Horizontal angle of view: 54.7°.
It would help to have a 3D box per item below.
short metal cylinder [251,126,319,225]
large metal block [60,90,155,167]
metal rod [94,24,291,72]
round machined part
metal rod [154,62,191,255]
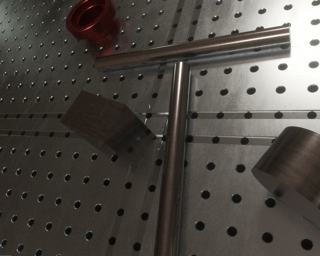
[{"bbox_3d":[0.131,0.043,0.278,0.050,0.080,0.080,-49,52,-6],"label":"short metal cylinder"},{"bbox_3d":[-0.066,0.001,0.405,0.080,0.080,0.050,20,72,35],"label":"large metal block"},{"bbox_3d":[0.031,-0.113,0.460,0.301,0.025,0.025,-2,61,26],"label":"metal rod"},{"bbox_3d":[-0.125,-0.204,0.585,0.098,0.042,0.098,-13,56,20],"label":"round machined part"},{"bbox_3d":[0.016,0.044,0.371,0.025,0.025,0.299,-7,58,24],"label":"metal rod"}]
